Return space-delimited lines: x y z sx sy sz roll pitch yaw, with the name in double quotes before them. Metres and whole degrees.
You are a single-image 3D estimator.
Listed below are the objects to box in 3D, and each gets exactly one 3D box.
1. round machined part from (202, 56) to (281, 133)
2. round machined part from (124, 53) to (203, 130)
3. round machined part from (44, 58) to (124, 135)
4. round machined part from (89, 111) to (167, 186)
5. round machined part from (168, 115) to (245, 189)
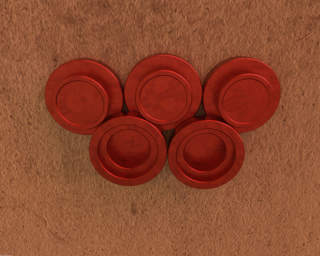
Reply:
"round machined part" 0.103 -0.039 0.389 0.099 0.042 0.097 0 110 -1
"round machined part" 0.004 -0.042 0.387 0.099 0.042 0.097 0 110 -1
"round machined part" -0.095 -0.036 0.387 0.099 0.042 0.097 0 110 -1
"round machined part" -0.040 0.024 0.410 0.099 0.042 0.097 0 110 -1
"round machined part" 0.059 0.029 0.413 0.099 0.042 0.097 0 110 -1
